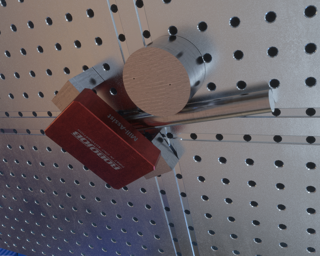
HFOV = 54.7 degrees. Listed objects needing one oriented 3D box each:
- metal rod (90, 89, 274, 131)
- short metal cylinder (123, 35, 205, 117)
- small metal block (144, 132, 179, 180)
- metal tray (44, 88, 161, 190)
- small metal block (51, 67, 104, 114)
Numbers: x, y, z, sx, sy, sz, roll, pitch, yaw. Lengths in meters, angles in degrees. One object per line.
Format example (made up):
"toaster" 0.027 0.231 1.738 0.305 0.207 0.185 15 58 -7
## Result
"metal rod" -0.008 -0.011 0.407 0.300 0.025 0.025 -8 115 31
"short metal cylinder" 0.005 -0.060 0.353 0.080 0.050 0.079 13 124 20
"small metal block" -0.010 0.040 0.439 0.050 0.025 0.050 -26 105 36
"metal tray" -0.075 0.020 0.408 0.130 0.030 0.090 42 130 -16
"small metal block" -0.111 -0.051 0.420 0.025 0.050 0.050 49 128 -7
